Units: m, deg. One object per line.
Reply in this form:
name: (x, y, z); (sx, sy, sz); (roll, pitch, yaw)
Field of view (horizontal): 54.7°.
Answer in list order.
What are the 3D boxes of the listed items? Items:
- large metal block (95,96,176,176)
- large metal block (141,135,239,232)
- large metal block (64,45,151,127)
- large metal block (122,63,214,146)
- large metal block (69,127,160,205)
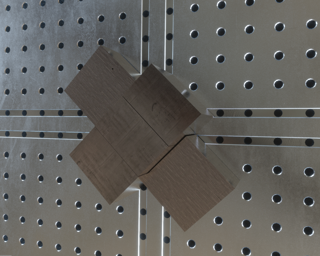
large metal block: (-0.021, 0.009, 0.390); (0.050, 0.080, 0.080); (-46, 76, 14)
large metal block: (0.039, 0.065, 0.385); (0.080, 0.050, 0.080); (-46, 76, 15)
large metal block: (-0.066, -0.050, 0.419); (0.080, 0.050, 0.080); (47, 105, 13)
large metal block: (0.014, -0.026, 0.378); (0.050, 0.080, 0.080); (-46, 76, 14)
large metal block: (-0.054, 0.044, 0.402); (0.050, 0.080, 0.080); (-46, 76, 14)
